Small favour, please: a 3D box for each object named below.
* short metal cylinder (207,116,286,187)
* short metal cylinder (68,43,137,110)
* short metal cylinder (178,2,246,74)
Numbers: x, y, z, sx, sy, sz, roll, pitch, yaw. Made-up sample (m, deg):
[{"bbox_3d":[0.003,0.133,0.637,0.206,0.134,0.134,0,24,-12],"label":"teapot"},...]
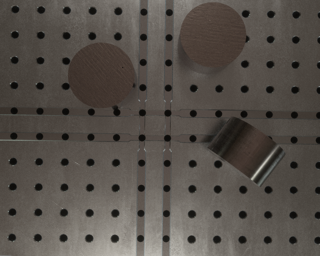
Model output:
[{"bbox_3d":[0.106,0.029,0.387,0.080,0.080,0.050,37,90,-1],"label":"short metal cylinder"},{"bbox_3d":[-0.071,-0.064,0.400,0.081,0.050,0.079,0,90,-1],"label":"short metal cylinder"},{"bbox_3d":[0.065,-0.114,0.402,0.081,0.050,0.079,0,90,-1],"label":"short metal cylinder"}]
